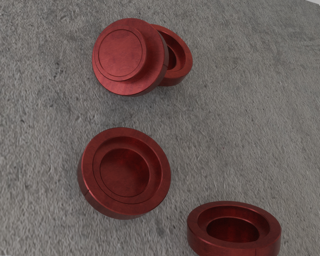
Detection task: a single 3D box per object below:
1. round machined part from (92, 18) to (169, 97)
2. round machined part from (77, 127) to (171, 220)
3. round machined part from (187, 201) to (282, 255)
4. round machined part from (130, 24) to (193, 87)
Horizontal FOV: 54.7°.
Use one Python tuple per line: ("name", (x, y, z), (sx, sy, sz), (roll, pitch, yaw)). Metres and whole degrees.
("round machined part", (-0.042, -0.089, 0.386), (0.098, 0.098, 0.042), (54, 13, 10))
("round machined part", (-0.041, 0.052, 0.339), (0.099, 0.042, 0.098), (14, 56, -21))
("round machined part", (0.079, 0.121, 0.338), (0.099, 0.098, 0.042), (-10, 106, -32))
("round machined part", (-0.005, -0.100, 0.451), (0.099, 0.042, 0.098), (14, 56, -21))
